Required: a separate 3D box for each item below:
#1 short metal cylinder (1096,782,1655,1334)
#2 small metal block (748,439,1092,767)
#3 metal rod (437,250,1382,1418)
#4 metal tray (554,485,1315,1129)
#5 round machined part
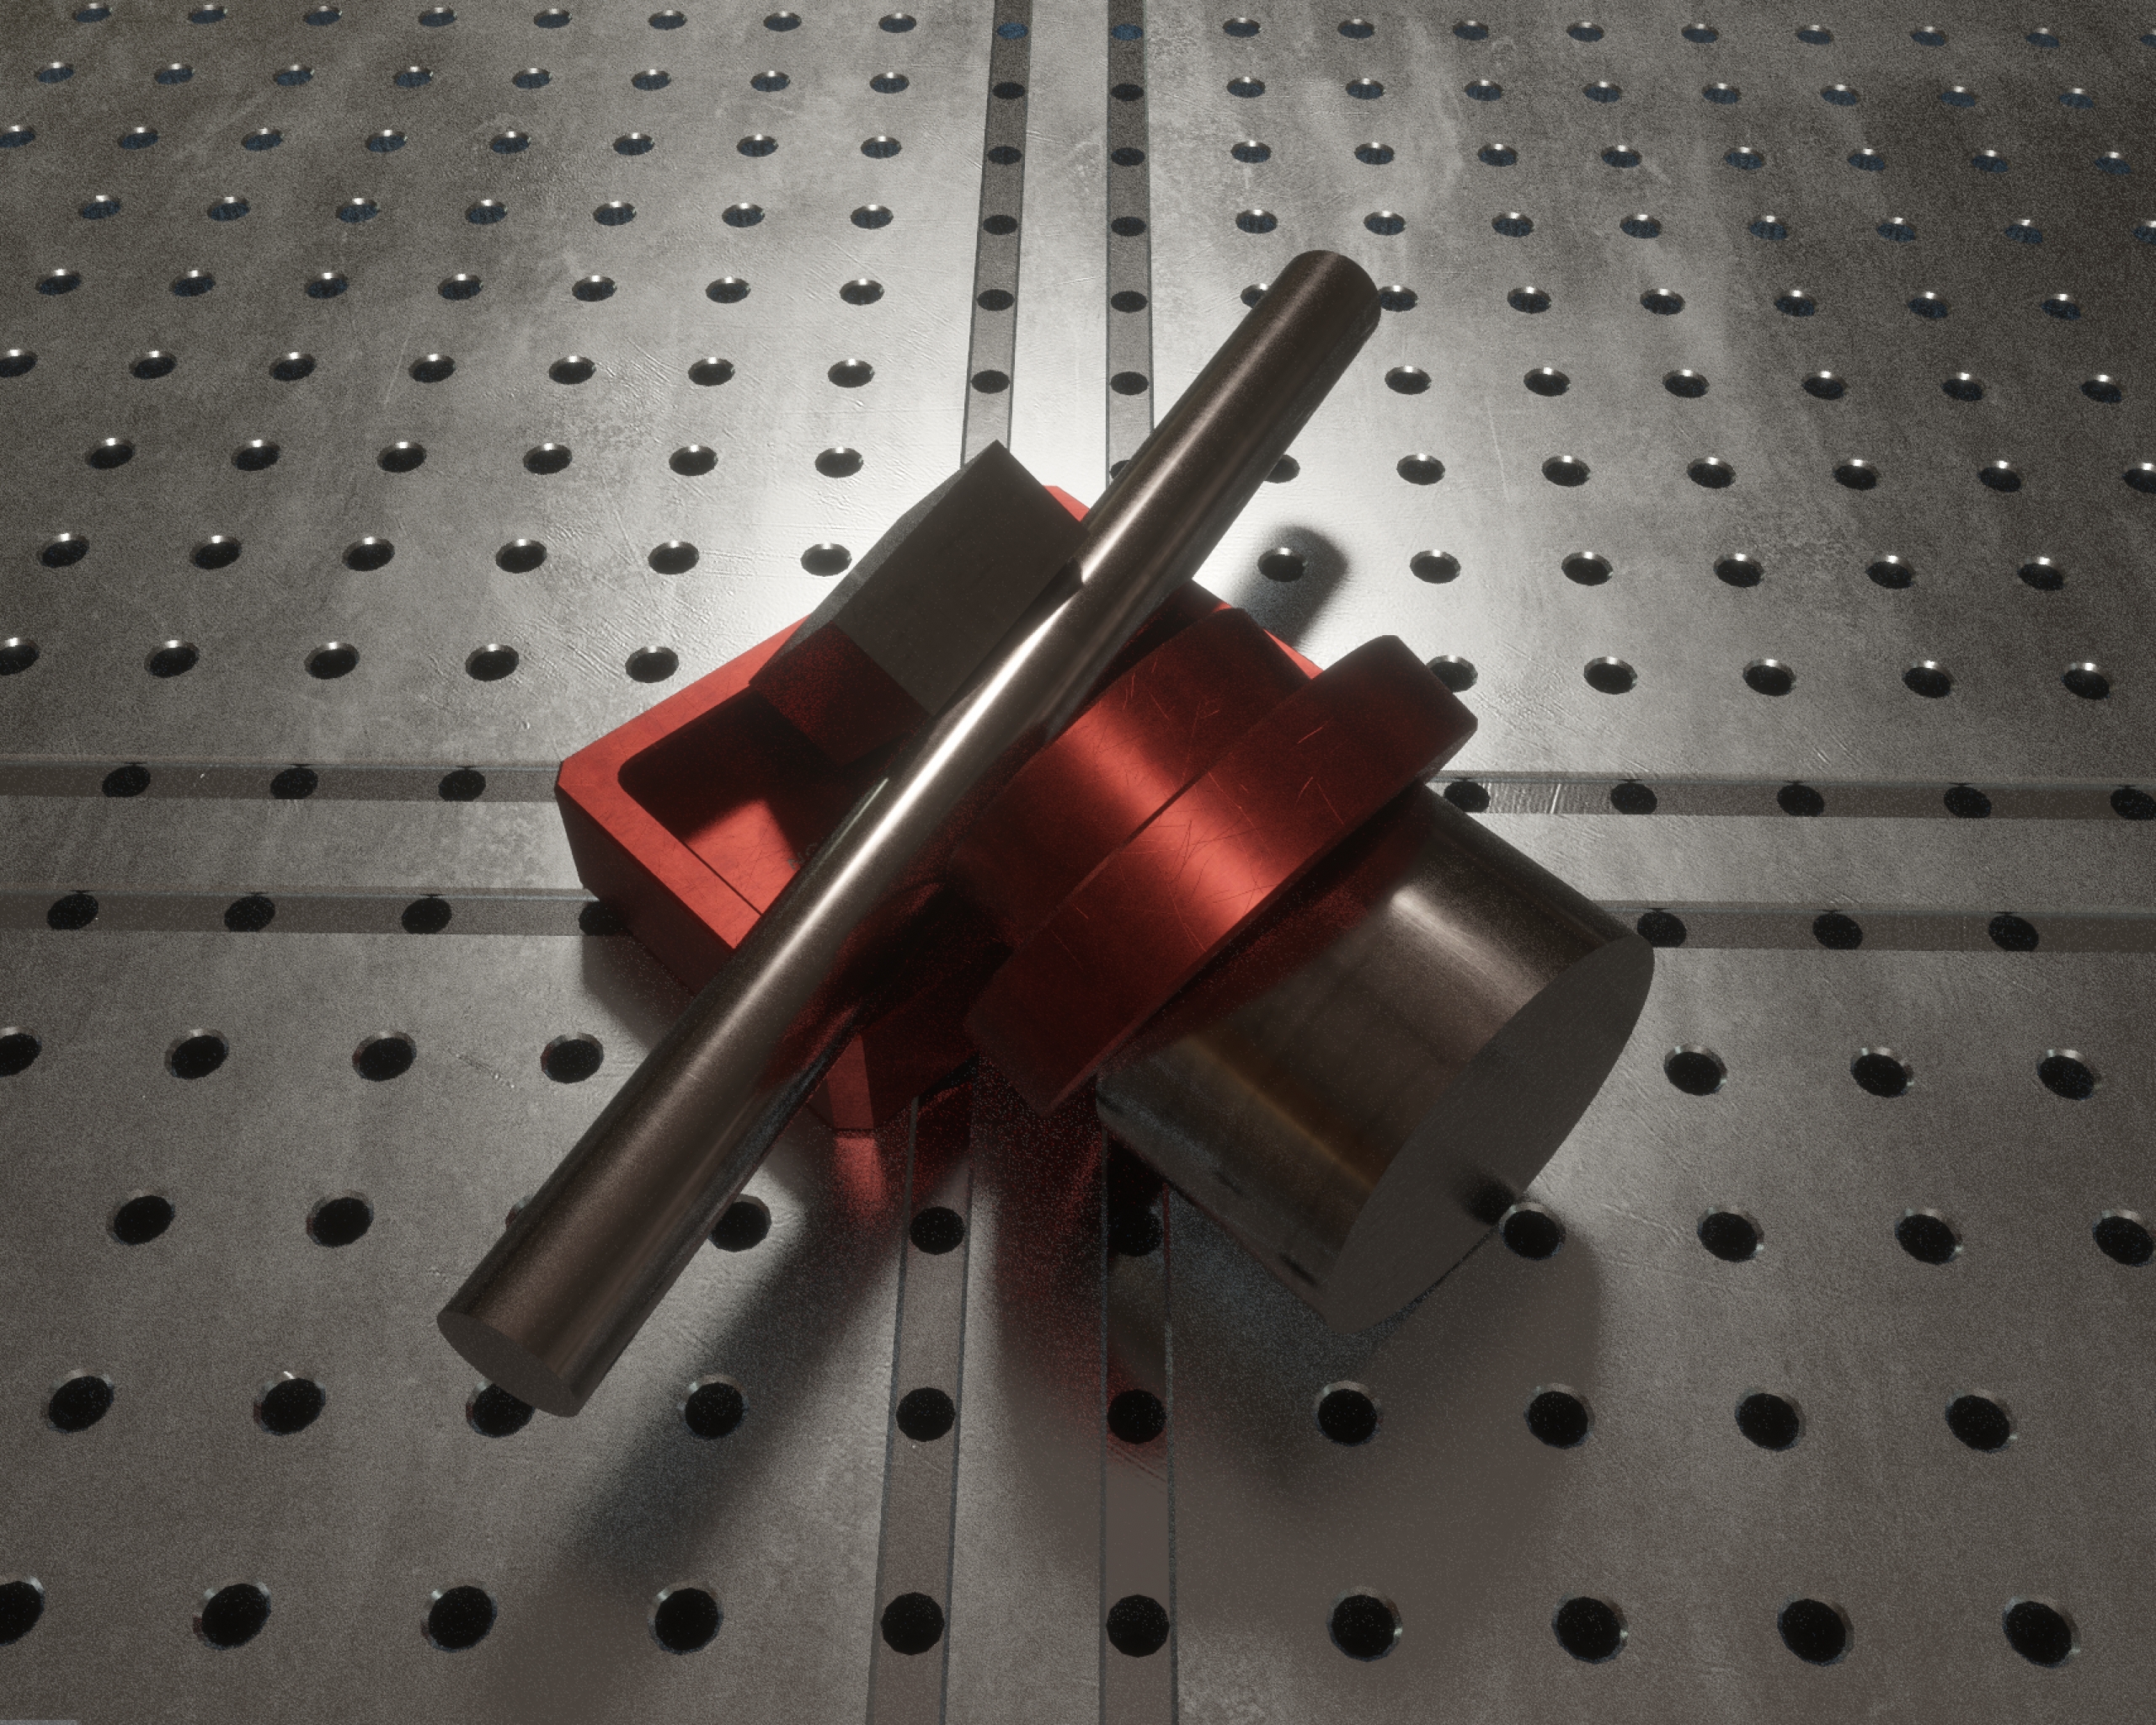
[{"bbox_3d":[0.049,0.030,0.345,0.080,0.080,0.050,-36,59,-27],"label":"short metal cylinder"},{"bbox_3d":[-0.031,-0.049,0.404,0.025,0.050,0.050,44,66,-13],"label":"small metal block"},{"bbox_3d":[-0.013,-0.028,0.391,0.025,0.025,0.301,22,53,17],"label":"metal rod"},{"bbox_3d":[-0.024,-0.017,0.417,0.131,0.030,0.090,-36,59,-27],"label":"metal tray"},{"bbox_3d":[0.017,-0.005,0.351,0.099,0.098,0.042,-39,82,-28],"label":"round machined part"}]
